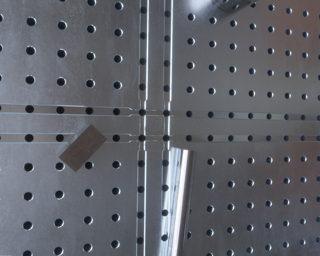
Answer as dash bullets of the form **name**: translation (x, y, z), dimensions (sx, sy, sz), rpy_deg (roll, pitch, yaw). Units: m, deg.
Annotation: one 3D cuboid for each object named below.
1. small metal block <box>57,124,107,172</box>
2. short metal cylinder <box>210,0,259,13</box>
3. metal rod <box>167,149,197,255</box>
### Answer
- **small metal block**: translation (-0.093, 0.022, 0.365), dimensions (0.025, 0.050, 0.050), rpy_deg (46, 76, -15)
- **short metal cylinder**: translation (0.112, -0.212, 0.442), dimensions (0.081, 0.050, 0.079), rpy_deg (0, 90, -21)
- **metal rod**: translation (0.021, 0.178, 0.421), dimensions (0.025, 0.025, 0.298), rpy_deg (7, 88, -20)
